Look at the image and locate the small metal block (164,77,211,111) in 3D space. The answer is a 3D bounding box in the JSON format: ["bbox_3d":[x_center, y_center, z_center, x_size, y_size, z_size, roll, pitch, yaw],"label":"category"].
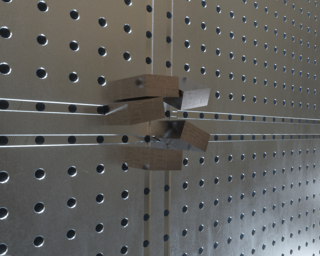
[{"bbox_3d":[0.030,-0.047,0.413,0.050,0.050,0.025,-13,122,-39],"label":"small metal block"}]

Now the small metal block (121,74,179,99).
[{"bbox_3d":[-0.012,-0.049,0.382,0.050,0.050,0.025,-3,92,-40],"label":"small metal block"}]

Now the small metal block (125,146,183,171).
[{"bbox_3d":[-0.008,0.038,0.385,0.050,0.050,0.025,6,86,-40],"label":"small metal block"}]

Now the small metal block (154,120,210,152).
[{"bbox_3d":[0.030,0.011,0.417,0.050,0.050,0.025,28,73,-37],"label":"small metal block"}]

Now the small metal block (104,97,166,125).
[{"bbox_3d":[-0.030,-0.020,0.367,0.050,0.050,0.025,-14,99,-39],"label":"small metal block"}]
